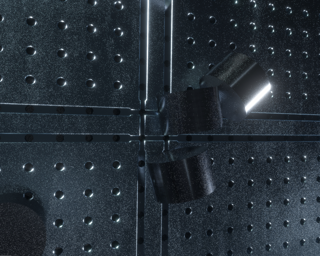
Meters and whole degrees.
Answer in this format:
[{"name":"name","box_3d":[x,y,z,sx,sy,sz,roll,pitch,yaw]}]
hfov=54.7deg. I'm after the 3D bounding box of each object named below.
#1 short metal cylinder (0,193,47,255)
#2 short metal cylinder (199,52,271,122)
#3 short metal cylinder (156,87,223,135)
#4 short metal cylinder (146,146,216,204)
[{"name":"short metal cylinder","box_3d":[-0.167,0.116,0.338,0.081,0.050,0.079,0,90,-20]},{"name":"short metal cylinder","box_3d":[0.101,-0.055,0.422,0.050,0.080,0.080,-43,104,-15]},{"name":"short metal cylinder","box_3d":[0.038,-0.022,0.398,0.081,0.080,0.050,-10,94,-20]},{"name":"short metal cylinder","box_3d":[0.027,0.057,0.395,0.081,0.080,0.050,-14,95,-20]}]
